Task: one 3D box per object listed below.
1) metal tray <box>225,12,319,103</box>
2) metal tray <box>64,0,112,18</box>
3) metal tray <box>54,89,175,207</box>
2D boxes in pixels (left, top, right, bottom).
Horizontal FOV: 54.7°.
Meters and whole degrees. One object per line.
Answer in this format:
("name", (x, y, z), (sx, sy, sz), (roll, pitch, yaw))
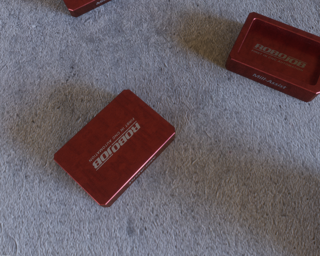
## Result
("metal tray", (0.172, -0.103, 0.443), (0.130, 0.030, 0.090), (25, 72, 8))
("metal tray", (-0.098, -0.239, 0.471), (0.131, 0.030, 0.090), (-29, 93, -5))
("metal tray", (-0.055, 0.024, 0.396), (0.090, 0.030, 0.130), (41, 75, 13))
